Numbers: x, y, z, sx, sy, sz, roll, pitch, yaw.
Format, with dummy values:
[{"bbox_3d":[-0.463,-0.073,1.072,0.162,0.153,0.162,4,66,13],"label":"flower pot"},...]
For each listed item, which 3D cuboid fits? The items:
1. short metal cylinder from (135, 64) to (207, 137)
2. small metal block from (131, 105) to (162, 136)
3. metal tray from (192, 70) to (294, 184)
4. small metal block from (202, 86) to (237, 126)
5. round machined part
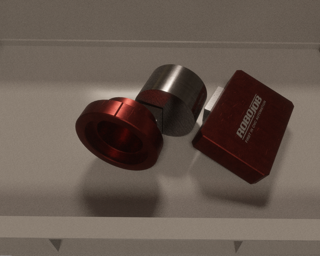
[{"bbox_3d":[0.014,-0.034,0.399,0.080,0.080,0.050,18,52,14],"label":"short metal cylinder"},{"bbox_3d":[-0.025,-0.005,0.392,0.050,0.050,0.025,16,52,12],"label":"small metal block"},{"bbox_3d":[0.108,-0.006,0.391,0.090,0.030,0.130,33,55,3],"label":"metal tray"},{"bbox_3d":[0.093,-0.025,0.428,0.050,0.025,0.050,23,53,18],"label":"small metal block"},{"bbox_3d":[-0.042,0.003,0.355,0.098,0.097,0.042,15,52,12],"label":"round machined part"}]
